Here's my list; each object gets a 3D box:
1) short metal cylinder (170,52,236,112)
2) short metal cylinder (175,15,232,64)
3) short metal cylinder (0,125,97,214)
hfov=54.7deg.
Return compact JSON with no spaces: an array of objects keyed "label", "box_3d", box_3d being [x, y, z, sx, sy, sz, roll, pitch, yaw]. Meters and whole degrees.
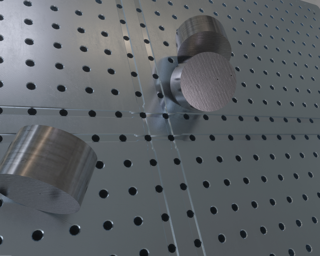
[{"label":"short metal cylinder","box_3d":[0.060,-0.064,0.439,0.081,0.050,0.079,-1,94,-14]},{"label":"short metal cylinder","box_3d":[0.065,-0.125,0.478,0.081,0.079,0.050,17,42,-19]},{"label":"short metal cylinder","box_3d":[-0.106,0.041,0.291,0.080,0.080,0.050,24,53,-14]}]
